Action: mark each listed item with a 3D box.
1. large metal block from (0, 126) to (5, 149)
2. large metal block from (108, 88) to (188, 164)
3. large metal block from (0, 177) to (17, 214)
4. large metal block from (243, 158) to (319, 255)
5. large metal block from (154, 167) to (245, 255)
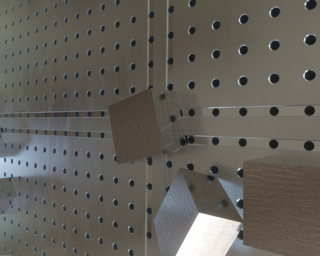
[{"bbox_3d":[-0.425,0.022,0.747,0.080,0.050,0.080,-37,67,34],"label":"large metal block"},{"bbox_3d":[-0.017,0.000,0.409,0.080,0.050,0.080,-17,79,39],"label":"large metal block"},{"bbox_3d":[-0.381,0.158,0.691,0.080,0.081,0.050,-48,62,29],"label":"large metal block"},{"bbox_3d":[0.126,0.072,0.289,0.080,0.050,0.080,0,90,40],"label":"large metal block"},{"bbox_3d":[0.037,0.103,0.339,0.080,0.050,0.080,-112,43,-64],"label":"large metal block"}]
